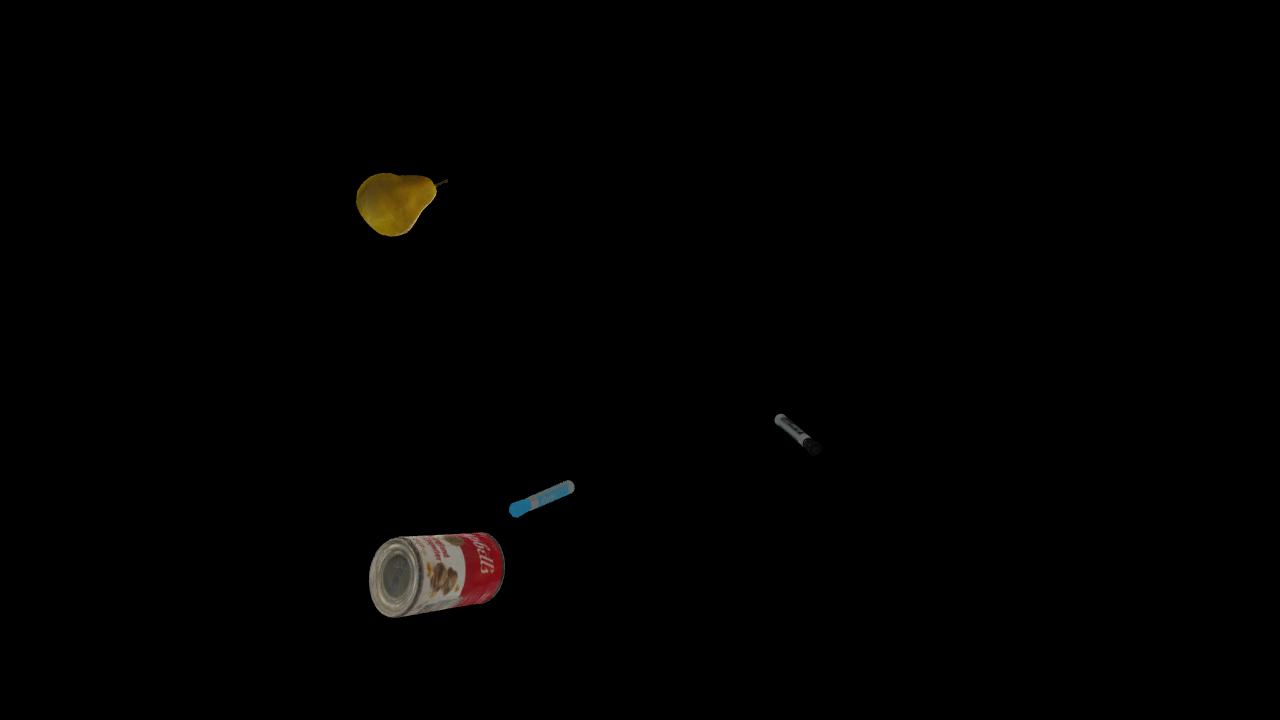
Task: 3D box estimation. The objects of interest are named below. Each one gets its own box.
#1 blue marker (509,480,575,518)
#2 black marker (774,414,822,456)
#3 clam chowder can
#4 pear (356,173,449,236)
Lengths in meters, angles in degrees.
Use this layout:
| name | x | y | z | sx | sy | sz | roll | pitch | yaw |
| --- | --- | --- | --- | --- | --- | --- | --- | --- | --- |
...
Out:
| name | x | y | z | sx | sy | sz | roll | pitch | yaw |
| --- | --- | --- | --- | --- | --- | --- | --- | --- | --- |
| blue marker | -0.126 | 0.179 | 0.796 | 0.020 | 0.020 | 0.121 | 0 | 4 | 29 |
| black marker | 0.226 | 0.106 | 0.882 | 0.020 | 0.020 | 0.121 | 0 | 15 | -12 |
| clam chowder can | -0.184 | 0.195 | 0.564 | 0.068 | 0.068 | 0.102 | 0 | -11 | 32 |
| pear | -0.295 | -0.205 | 0.775 | 0.111 | 0.080 | 0.080 | -29 | 1 | -2 |
